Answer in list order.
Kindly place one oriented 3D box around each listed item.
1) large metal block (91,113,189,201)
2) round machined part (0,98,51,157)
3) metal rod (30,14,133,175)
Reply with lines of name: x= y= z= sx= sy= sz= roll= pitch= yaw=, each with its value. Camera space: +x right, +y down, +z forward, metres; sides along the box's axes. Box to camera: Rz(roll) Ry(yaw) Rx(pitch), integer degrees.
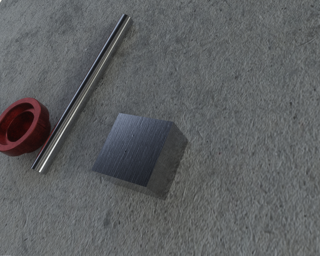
large metal block: x=-0.023 y=0.033 z=0.378 sx=0.080 sy=0.050 sz=0.080 roll=10 pitch=67 yaw=32
round machined part: x=-0.219 y=0.002 z=0.504 sx=0.098 sy=0.042 sz=0.098 roll=-13 pitch=56 yaw=20
metal rod: x=-0.119 y=-0.064 z=0.503 sx=0.025 sy=0.025 sz=0.300 roll=13 pitch=68 yaw=33
